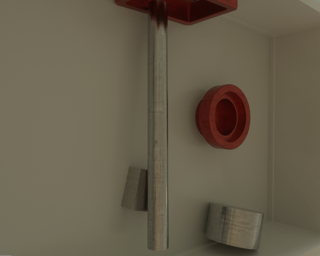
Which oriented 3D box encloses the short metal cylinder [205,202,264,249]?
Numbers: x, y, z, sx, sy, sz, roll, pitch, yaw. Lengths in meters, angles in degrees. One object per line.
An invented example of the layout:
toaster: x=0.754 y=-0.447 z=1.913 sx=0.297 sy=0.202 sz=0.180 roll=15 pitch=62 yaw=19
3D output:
short metal cylinder: x=0.112 y=0.146 z=0.468 sx=0.080 sy=0.080 sz=0.050 roll=19 pitch=78 yaw=-39

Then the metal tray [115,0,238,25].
metal tray: x=0.022 y=-0.165 z=0.384 sx=0.131 sy=0.090 sz=0.030 roll=0 pitch=91 yaw=-40

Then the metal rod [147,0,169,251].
metal rod: x=-0.003 y=-0.007 z=0.379 sx=0.025 sy=0.025 sz=0.298 roll=4 pitch=84 yaw=-40

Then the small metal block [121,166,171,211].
small metal block: x=-0.017 y=0.079 z=0.394 sx=0.050 sy=0.025 sz=0.050 roll=18 pitch=79 yaw=-39

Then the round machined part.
round machined part: x=0.093 y=-0.017 z=0.476 sx=0.099 sy=0.042 sz=0.097 roll=0 pitch=90 yaw=-40
